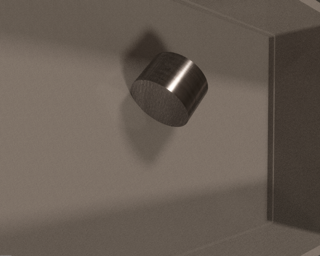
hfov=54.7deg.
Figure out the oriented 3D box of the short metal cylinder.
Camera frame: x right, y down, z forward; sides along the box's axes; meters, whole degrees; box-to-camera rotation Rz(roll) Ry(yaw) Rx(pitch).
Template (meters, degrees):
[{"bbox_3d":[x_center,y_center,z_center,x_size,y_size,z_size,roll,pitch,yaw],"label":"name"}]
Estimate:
[{"bbox_3d":[0.012,-0.046,0.382,0.080,0.080,0.050,50,61,-29],"label":"short metal cylinder"}]
